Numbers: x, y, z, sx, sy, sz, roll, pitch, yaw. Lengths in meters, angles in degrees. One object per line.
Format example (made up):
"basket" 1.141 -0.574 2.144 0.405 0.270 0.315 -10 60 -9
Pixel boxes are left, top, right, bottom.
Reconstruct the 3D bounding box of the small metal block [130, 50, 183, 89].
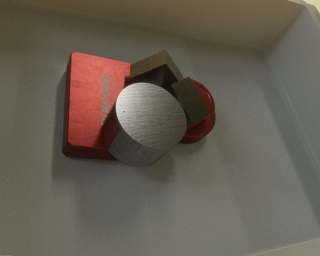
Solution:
"small metal block" -0.003 -0.065 0.394 0.050 0.050 0.025 47 32 -46

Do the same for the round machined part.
"round machined part" 0.037 -0.031 0.432 0.099 0.042 0.098 14 56 -21

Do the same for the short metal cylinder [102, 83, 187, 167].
"short metal cylinder" -0.018 -0.003 0.342 0.081 0.050 0.080 14 56 -21

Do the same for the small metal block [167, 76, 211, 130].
"small metal block" 0.030 -0.026 0.371 0.025 0.050 0.050 -27 83 -18

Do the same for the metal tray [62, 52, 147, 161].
"metal tray" -0.068 -0.027 0.378 0.091 0.030 0.130 8 58 -25
